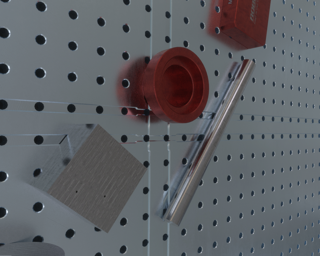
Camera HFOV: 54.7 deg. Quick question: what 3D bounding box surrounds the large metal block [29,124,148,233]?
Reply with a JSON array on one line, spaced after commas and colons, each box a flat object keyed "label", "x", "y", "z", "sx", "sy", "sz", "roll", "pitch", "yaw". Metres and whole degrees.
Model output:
[{"label": "large metal block", "x": -0.074, "y": 0.052, "z": 0.331, "sx": 0.080, "sy": 0.050, "sz": 0.080, "roll": 47, "pitch": 62, "yaw": -30}]

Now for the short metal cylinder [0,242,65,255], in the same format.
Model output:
[{"label": "short metal cylinder", "x": -0.126, "y": 0.138, "z": 0.268, "sx": 0.081, "sy": 0.080, "sz": 0.050, "roll": 3, "pitch": 88, "yaw": -40}]

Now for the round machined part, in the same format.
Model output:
[{"label": "round machined part", "x": 0.017, "y": -0.055, "z": 0.412, "sx": 0.099, "sy": 0.042, "sz": 0.097, "roll": 0, "pitch": 90, "yaw": -40}]

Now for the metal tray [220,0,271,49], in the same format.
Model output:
[{"label": "metal tray", "x": 0.151, "y": -0.214, "z": 0.532, "sx": 0.091, "sy": 0.030, "sz": 0.129, "roll": 16, "pitch": 80, "yaw": -39}]

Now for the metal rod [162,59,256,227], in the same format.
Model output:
[{"label": "metal rod", "x": 0.084, "y": 0.009, "z": 0.479, "sx": 0.025, "sy": 0.025, "sz": 0.300, "roll": 45, "pitch": 63, "yaw": -31}]
